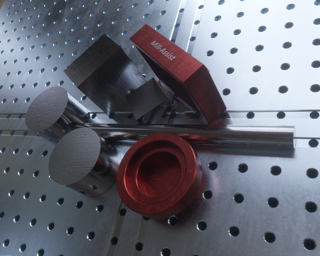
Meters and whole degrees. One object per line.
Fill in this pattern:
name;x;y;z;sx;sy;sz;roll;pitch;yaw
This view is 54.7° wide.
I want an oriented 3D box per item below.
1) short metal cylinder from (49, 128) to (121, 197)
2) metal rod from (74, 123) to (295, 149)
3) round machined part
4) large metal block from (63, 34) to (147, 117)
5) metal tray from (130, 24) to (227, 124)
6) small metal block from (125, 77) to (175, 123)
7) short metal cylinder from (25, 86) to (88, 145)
short metal cylinder;-0.100;0.046;0.416;0.080;0.050;0.080;-13;56;21
metal rod;0.010;0.007;0.398;0.300;0.025;0.025;1;62;28
round machined part;0.003;0.057;0.361;0.098;0.042;0.098;-13;56;21
large metal block;-0.079;-0.077;0.462;0.080;0.080;0.050;-44;52;-2
metal tray;0.022;-0.070;0.398;0.030;0.090;0.130;-43;51;-1
small metal block;-0.015;-0.036;0.439;0.050;0.025;0.050;-34;51;6
short metal cylinder;-0.162;-0.018;0.488;0.080;0.050;0.080;-13;56;21
